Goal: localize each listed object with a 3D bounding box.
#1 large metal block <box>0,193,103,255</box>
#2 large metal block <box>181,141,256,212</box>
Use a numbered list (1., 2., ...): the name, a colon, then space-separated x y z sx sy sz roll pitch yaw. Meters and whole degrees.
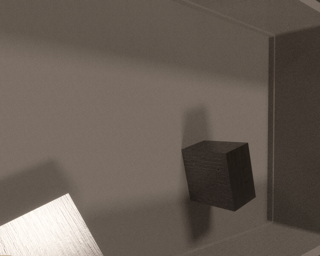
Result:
1. large metal block: -0.106 0.119 0.281 0.081 0.050 0.080 -24 74 -38
2. large metal block: 0.083 0.064 0.443 0.050 0.080 0.079 -18 102 -39
